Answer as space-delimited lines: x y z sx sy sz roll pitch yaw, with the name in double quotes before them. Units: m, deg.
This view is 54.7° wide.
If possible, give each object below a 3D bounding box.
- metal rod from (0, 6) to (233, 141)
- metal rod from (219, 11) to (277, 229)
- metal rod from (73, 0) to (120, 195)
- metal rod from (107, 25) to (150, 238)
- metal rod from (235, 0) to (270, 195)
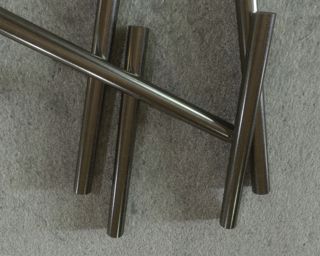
"metal rod" -0.037 -0.052 0.360 0.302 0.025 0.025 24 109 -21
"metal rod" 0.106 0.010 0.396 0.025 0.025 0.298 1 117 -1
"metal rod" -0.080 -0.049 0.390 0.025 0.025 0.298 11 110 -5
"metal rod" -0.046 0.019 0.416 0.025 0.025 0.298 8 110 -3
"metal rod" 0.119 -0.048 0.393 0.025 0.025 0.298 -10 110 3
